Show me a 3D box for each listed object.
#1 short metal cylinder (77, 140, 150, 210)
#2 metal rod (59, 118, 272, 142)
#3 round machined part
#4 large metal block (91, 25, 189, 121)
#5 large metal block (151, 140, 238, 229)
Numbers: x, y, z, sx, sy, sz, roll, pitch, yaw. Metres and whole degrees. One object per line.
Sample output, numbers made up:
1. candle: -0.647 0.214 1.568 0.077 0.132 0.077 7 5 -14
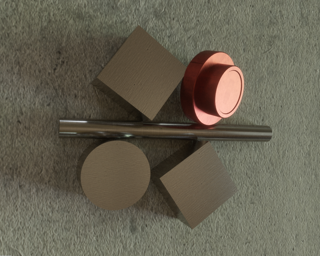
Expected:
1. short metal cylinder: -0.058 0.054 0.376 0.081 0.050 0.079 0 90 -21
2. metal rod: 0.022 0.004 0.420 0.303 0.025 0.025 2 90 -21
3. round machined part: 0.074 -0.050 0.405 0.099 0.042 0.097 -21 119 -42
4. large metal block: -0.026 -0.064 0.386 0.080 0.050 0.080 38 78 -16
5. large metal block: 0.043 0.072 0.414 0.080 0.050 0.080 -35 102 -17
